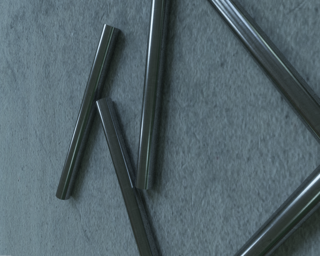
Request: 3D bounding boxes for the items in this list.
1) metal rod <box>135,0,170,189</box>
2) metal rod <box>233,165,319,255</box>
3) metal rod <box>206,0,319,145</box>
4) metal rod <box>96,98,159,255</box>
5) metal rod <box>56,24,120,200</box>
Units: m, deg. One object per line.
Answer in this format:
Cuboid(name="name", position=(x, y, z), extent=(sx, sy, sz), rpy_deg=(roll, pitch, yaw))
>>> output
Cuboid(name="metal rod", position=(-0.008, -0.068, 0.409), extent=(0.025, 0.025, 0.298), rpy_deg=(9, 95, 39))
Cuboid(name="metal rod", position=(0.081, 0.158, 0.336), extent=(0.025, 0.025, 0.298), rpy_deg=(46, 117, 30))
Cuboid(name="metal rod", position=(0.105, -0.080, 0.317), extent=(0.025, 0.025, 0.299), rpy_deg=(-43, 64, 31))
Cuboid(name="metal rod", position=(-0.039, 0.096, 0.435), extent=(0.025, 0.025, 0.299), rpy_deg=(-30, 72, 36))
Cuboid(name="metal rod", position=(-0.121, -0.016, 0.501), extent=(0.025, 0.025, 0.298), rpy_deg=(31, 109, 35))
